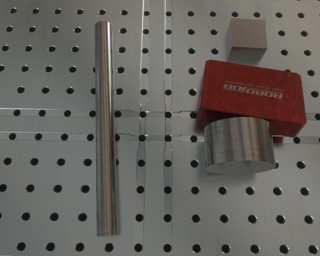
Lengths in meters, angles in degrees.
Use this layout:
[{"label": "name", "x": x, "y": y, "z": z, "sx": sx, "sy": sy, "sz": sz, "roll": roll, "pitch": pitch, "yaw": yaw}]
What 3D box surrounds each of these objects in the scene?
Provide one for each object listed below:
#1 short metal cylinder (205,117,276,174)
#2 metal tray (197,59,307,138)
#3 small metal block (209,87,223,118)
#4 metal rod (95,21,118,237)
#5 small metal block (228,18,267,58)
[{"label": "short metal cylinder", "x": 0.095, "y": 0.024, "z": 0.375, "sx": 0.081, "sy": 0.080, "sz": 0.050, "roll": 0, "pitch": 71, "yaw": 0}, {"label": "metal tray", "x": 0.120, "y": -0.042, "z": 0.414, "sx": 0.131, "sy": 0.030, "sz": 0.090, "roll": 10, "pitch": 55, "yaw": 3}, {"label": "small metal block", "x": 0.088, "y": -0.032, "z": 0.424, "sx": 0.050, "sy": 0.025, "sz": 0.050, "roll": 11, "pitch": 70, "yaw": 3}, {"label": "metal rod", "x": -0.074, "y": -0.013, "z": 0.415, "sx": 0.025, "sy": 0.025, "sz": 0.299, "roll": -4, "pitch": 70, "yaw": -2}, {"label": "small metal block", "x": 0.130, "y": -0.134, "z": 0.462, "sx": 0.050, "sy": 0.025, "sz": 0.050, "roll": 3, "pitch": 70, "yaw": 1}]
